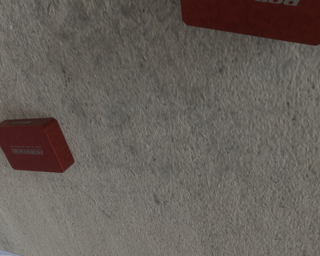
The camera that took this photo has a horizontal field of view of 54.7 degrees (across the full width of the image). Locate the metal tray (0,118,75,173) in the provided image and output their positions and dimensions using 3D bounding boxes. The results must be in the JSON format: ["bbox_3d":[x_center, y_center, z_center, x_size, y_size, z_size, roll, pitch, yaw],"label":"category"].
[{"bbox_3d":[-0.220,0.030,0.535,0.130,0.030,0.089,-1,118,28],"label":"metal tray"}]

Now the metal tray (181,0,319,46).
[{"bbox_3d":[0.082,-0.124,0.261,0.130,0.030,0.090,16,149,19],"label":"metal tray"}]
